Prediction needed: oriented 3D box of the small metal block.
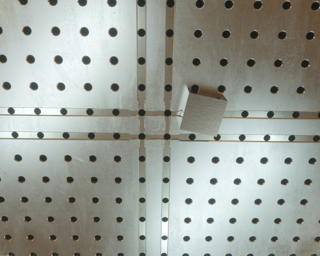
[{"bbox_3d":[0.055,-0.020,0.407,0.050,0.025,0.050,12,110,-5],"label":"small metal block"}]
